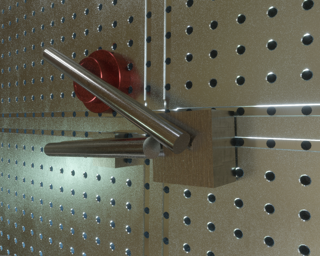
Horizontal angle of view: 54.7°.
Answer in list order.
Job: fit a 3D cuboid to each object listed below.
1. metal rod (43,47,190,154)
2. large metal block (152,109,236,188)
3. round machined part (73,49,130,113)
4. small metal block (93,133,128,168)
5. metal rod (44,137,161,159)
[{"bbox_3d":[-0.077,-0.051,0.408,0.300,0.025,0.025,34,111,37],"label":"metal rod"},{"bbox_3d":[0.038,0.022,0.356,0.080,0.050,0.079,-2,89,39],"label":"large metal block"},{"bbox_3d":[-0.096,-0.071,0.474,0.098,0.042,0.097,0,90,39],"label":"round machined part"},{"bbox_3d":[-0.076,0.033,0.470,0.050,0.025,0.050,0,90,39],"label":"small metal block"},{"bbox_3d":[-0.105,0.031,0.458,0.299,0.025,0.025,-5,87,50],"label":"metal rod"}]
